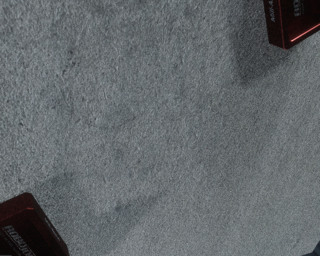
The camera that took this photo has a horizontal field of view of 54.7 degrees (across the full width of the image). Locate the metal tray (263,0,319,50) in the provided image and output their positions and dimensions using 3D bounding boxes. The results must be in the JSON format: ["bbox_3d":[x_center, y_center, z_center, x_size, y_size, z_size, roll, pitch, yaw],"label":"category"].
[{"bbox_3d":[0.175,-0.177,0.389,0.090,0.030,0.130,-32,129,-8],"label":"metal tray"}]

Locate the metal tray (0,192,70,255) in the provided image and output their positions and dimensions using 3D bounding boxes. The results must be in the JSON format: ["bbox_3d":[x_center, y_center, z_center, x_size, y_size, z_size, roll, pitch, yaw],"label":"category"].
[{"bbox_3d":[-0.182,0.152,0.397,0.091,0.030,0.129,-24,127,-14],"label":"metal tray"}]
